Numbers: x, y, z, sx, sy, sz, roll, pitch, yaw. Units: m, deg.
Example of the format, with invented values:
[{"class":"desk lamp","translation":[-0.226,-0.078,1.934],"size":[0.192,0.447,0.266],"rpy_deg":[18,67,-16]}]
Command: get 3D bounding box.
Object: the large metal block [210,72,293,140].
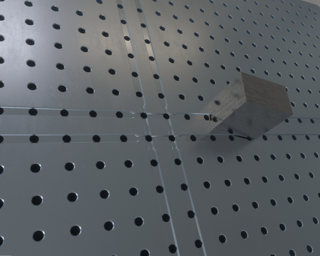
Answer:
[{"class":"large metal block","translation":[0.132,-0.030,0.461],"size":[0.081,0.080,0.050],"rpy_deg":[13,57,-21]}]
